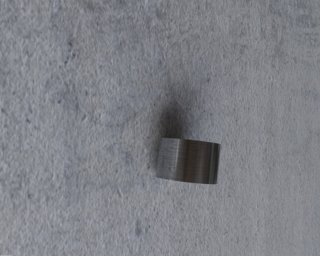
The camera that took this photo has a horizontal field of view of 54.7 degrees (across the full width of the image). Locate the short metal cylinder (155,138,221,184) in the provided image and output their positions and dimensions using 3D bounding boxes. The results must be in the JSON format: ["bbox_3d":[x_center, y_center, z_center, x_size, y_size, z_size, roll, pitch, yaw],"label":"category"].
[{"bbox_3d":[0.037,0.042,0.402,0.081,0.080,0.050,10,84,-40],"label":"short metal cylinder"}]
